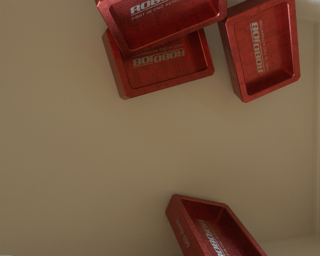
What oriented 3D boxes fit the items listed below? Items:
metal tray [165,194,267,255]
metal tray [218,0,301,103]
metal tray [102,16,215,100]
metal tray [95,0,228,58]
[{"bbox_3d":[0.067,0.134,0.380,0.091,0.130,0.030,15,105,-20],"label":"metal tray"},{"bbox_3d":[0.136,-0.106,0.416,0.090,0.030,0.130,-24,127,0],"label":"metal tray"},{"bbox_3d":[0.000,-0.097,0.408,0.131,0.030,0.089,-18,96,-20],"label":"metal tray"},{"bbox_3d":[0.005,-0.136,0.335,0.131,0.090,0.030,-21,63,4],"label":"metal tray"}]
